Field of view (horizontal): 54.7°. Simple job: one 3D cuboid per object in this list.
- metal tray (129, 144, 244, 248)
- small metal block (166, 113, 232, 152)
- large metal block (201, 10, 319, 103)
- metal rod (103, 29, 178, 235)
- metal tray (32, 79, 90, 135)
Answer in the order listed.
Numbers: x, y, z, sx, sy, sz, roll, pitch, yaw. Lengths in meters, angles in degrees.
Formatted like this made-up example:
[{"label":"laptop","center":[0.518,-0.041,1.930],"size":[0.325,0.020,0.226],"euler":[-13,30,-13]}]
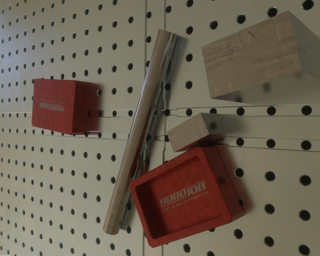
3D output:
[{"label":"metal tray","center":[0.026,0.086,0.382],"size":[0.130,0.030,0.090],"euler":[-33,70,35]},{"label":"small metal block","center":[0.045,0.005,0.355],"size":[0.050,0.050,0.025],"euler":[-31,71,35]},{"label":"large metal block","center":[0.098,-0.059,0.291],"size":[0.080,0.081,0.050],"euler":[-14,81,39]},{"label":"metal rod","center":[-0.032,0.015,0.433],"size":[0.025,0.025,0.298],"euler":[27,107,36]},{"label":"metal tray","center":[-0.179,-0.040,0.551],"size":[0.130,0.030,0.089],"euler":[9,96,39]}]
